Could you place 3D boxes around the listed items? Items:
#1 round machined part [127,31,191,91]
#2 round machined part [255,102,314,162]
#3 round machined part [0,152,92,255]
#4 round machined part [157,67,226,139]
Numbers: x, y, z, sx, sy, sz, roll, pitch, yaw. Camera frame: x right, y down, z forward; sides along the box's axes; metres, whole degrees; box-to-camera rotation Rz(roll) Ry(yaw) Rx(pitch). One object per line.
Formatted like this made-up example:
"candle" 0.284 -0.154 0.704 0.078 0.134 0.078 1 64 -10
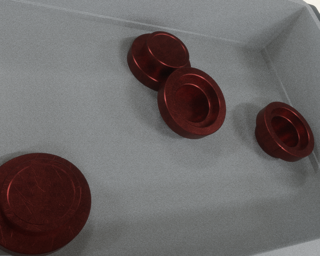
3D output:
"round machined part" 0.004 -0.105 0.463 0.099 0.042 0.098 14 56 -21
"round machined part" 0.193 0.010 0.495 0.099 0.042 0.098 14 56 -21
"round machined part" -0.114 0.067 0.293 0.099 0.042 0.098 14 56 -21
"round machined part" 0.040 -0.031 0.429 0.099 0.042 0.098 10 69 -26
